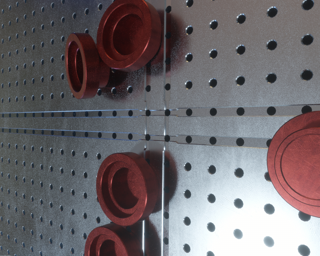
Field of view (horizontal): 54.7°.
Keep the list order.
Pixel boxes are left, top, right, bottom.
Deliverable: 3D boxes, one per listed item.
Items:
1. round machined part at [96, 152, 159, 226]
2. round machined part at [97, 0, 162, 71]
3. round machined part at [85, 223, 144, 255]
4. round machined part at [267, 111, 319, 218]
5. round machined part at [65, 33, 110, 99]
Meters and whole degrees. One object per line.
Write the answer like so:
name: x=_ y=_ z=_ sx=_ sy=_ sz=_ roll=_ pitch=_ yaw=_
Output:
round machined part: x=-0.041 y=0.082 z=0.430 sx=0.098 sy=0.042 sz=0.097 roll=0 pitch=90 yaw=39
round machined part: x=-0.037 y=-0.125 z=0.424 sx=0.098 sy=0.042 sz=0.097 roll=-2 pitch=86 yaw=36
round machined part: x=-0.062 y=0.187 z=0.447 sx=0.098 sy=0.042 sz=0.097 roll=0 pitch=90 yaw=39
round machined part: x=0.144 y=0.033 z=0.279 sx=0.098 sy=0.042 sz=0.097 roll=0 pitch=90 yaw=39
round machined part: x=-0.109 y=-0.094 z=0.473 sx=0.098 sy=0.042 sz=0.097 roll=22 pitch=116 yaw=55
